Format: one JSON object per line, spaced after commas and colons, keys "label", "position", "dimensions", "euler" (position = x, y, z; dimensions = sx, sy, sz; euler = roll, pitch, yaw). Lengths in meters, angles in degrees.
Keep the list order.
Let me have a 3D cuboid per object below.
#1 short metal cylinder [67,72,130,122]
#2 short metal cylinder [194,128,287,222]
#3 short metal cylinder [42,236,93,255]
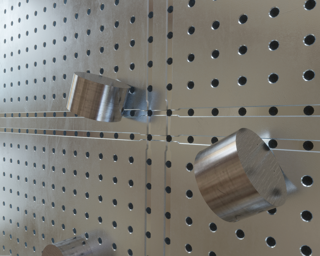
{"label": "short metal cylinder", "position": [-0.088, -0.046, 0.447], "dimensions": [0.080, 0.081, 0.050], "euler": [27, 107, 37]}
{"label": "short metal cylinder", "position": [0.080, 0.047, 0.308], "dimensions": [0.050, 0.081, 0.080], "euler": [-34, 69, 35]}
{"label": "short metal cylinder", "position": [-0.156, 0.230, 0.522], "dimensions": [0.080, 0.050, 0.079], "euler": [0, 90, 40]}
